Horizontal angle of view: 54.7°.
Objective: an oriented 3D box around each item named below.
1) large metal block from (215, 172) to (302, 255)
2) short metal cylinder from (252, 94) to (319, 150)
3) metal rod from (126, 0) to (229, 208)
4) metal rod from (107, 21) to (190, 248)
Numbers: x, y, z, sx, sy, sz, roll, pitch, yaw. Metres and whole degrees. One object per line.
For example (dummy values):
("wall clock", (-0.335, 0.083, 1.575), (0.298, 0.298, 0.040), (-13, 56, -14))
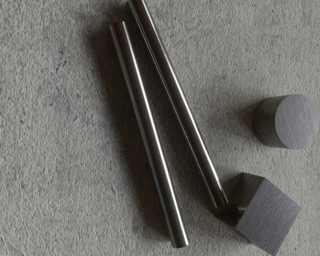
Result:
("large metal block", (0.143, 0.123, 0.449), (0.080, 0.050, 0.080), (39, 78, -16))
("short metal cylinder", (0.188, -0.009, 0.465), (0.081, 0.050, 0.079), (0, 90, -20))
("metal rod", (0.027, -0.029, 0.418), (0.025, 0.025, 0.299), (-26, 99, -18))
("metal rod", (-0.013, 0.013, 0.404), (0.025, 0.025, 0.298), (-18, 96, -19))
